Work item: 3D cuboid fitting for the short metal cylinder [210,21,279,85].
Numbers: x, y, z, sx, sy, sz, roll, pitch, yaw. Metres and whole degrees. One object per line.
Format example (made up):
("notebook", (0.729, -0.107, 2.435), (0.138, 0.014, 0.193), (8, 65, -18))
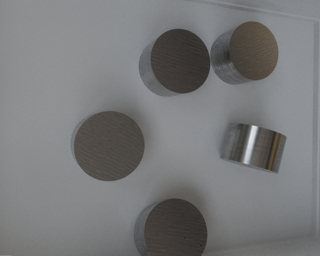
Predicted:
("short metal cylinder", (0.120, -0.105, 0.443), (0.081, 0.050, 0.079), (0, 90, -21))

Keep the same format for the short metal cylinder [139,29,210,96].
("short metal cylinder", (0.018, -0.083, 0.405), (0.081, 0.050, 0.079), (0, 90, -21))

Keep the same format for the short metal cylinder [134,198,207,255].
("short metal cylinder", (0.012, 0.132, 0.390), (0.081, 0.050, 0.080), (7, 68, -17))

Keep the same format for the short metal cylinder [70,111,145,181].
("short metal cylinder", (-0.065, 0.020, 0.374), (0.081, 0.050, 0.079), (0, 90, -21))

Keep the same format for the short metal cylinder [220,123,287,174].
("short metal cylinder", (0.129, 0.029, 0.431), (0.081, 0.080, 0.050), (18, 84, -20))
